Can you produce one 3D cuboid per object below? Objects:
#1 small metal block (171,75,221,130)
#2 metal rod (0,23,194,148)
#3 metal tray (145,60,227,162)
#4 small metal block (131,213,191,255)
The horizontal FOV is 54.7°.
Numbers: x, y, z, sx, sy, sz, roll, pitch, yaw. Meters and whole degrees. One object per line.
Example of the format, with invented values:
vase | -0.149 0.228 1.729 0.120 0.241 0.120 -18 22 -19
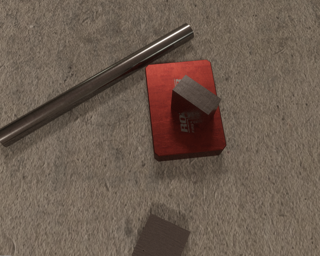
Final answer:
small metal block | 0.042 -0.030 0.374 0.050 0.050 0.025 37 74 12
metal rod | -0.081 -0.065 0.430 0.301 0.025 0.025 -33 74 -12
metal tray | 0.031 -0.025 0.415 0.091 0.030 0.129 -6 70 -3
small metal block | 0.002 0.134 0.359 0.050 0.025 0.050 23 71 8
